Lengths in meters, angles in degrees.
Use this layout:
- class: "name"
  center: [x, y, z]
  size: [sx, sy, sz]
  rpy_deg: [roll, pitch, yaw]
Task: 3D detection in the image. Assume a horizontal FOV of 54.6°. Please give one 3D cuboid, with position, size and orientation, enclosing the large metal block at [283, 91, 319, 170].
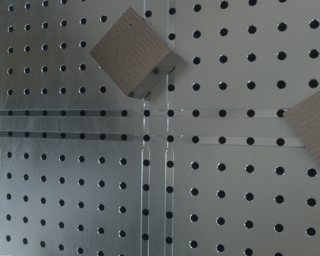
- class: "large metal block"
  center: [0.190, -0.004, 0.332]
  size: [0.080, 0.050, 0.080]
  rpy_deg: [-34, 79, 17]

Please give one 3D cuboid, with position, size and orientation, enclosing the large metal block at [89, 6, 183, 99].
- class: "large metal block"
  center: [-0.031, -0.096, 0.411]
  size: [0.080, 0.050, 0.080]
  rpy_deg: [-44, 76, 15]
